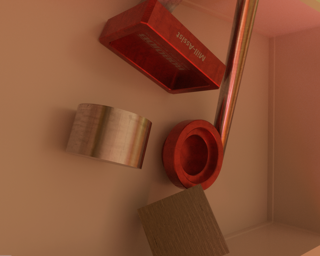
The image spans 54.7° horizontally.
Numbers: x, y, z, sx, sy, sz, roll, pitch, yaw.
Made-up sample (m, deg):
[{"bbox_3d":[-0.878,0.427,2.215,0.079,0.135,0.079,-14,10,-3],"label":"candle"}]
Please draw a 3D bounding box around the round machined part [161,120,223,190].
[{"bbox_3d":[0.041,0.037,0.432,0.099,0.042,0.097,0,90,-40],"label":"round machined part"}]

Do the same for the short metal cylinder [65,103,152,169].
[{"bbox_3d":[-0.053,0.011,0.328,0.080,0.080,0.050,21,77,-39],"label":"short metal cylinder"}]

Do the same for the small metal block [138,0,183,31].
[{"bbox_3d":[-0.008,-0.148,0.385,0.025,0.050,0.050,51,60,-28],"label":"small metal block"}]

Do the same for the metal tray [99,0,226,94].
[{"bbox_3d":[0.005,-0.088,0.369,0.130,0.090,0.030,32,70,-36],"label":"metal tray"}]

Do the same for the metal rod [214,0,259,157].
[{"bbox_3d":[0.097,-0.079,0.405,0.025,0.025,0.298,-25,133,-38],"label":"metal rod"}]

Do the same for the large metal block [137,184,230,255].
[{"bbox_3d":[0.028,0.121,0.372,0.050,0.080,0.080,57,10,-72],"label":"large metal block"}]
